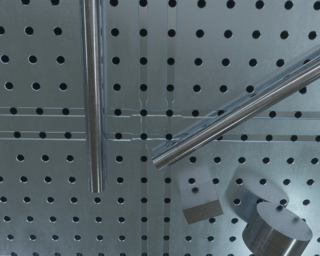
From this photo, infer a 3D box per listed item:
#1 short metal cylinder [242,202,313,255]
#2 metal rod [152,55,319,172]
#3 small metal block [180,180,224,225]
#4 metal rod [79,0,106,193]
[{"bbox_3d":[0.165,0.150,0.441,0.080,0.080,0.050,18,109,-7],"label":"short metal cylinder"},{"bbox_3d":[0.121,-0.028,0.403,0.300,0.025,0.025,-32,107,11],"label":"metal rod"},{"bbox_3d":[0.058,0.105,0.439,0.050,0.050,0.025,-19,109,7],"label":"small metal block"},{"bbox_3d":[-0.084,-0.053,0.392,0.025,0.025,0.298,2,110,-1],"label":"metal rod"}]
